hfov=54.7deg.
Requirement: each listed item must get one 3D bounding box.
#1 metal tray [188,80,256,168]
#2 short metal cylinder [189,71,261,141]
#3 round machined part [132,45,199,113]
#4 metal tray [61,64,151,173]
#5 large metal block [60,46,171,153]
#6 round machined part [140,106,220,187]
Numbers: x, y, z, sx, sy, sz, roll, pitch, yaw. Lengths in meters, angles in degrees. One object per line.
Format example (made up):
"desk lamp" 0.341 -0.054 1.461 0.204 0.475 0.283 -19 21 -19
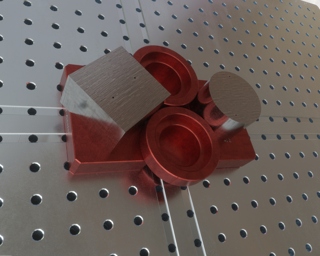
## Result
"metal tray" 0.076 -0.008 0.448 0.091 0.030 0.130 1 61 -28
"short metal cylinder" 0.087 -0.029 0.417 0.081 0.050 0.080 14 56 -21
"round machined part" 0.000 -0.061 0.423 0.099 0.042 0.098 14 56 -21
"metal tray" -0.067 -0.013 0.376 0.091 0.030 0.130 1 61 -29
"large metal block" -0.049 -0.033 0.347 0.080 0.050 0.080 45 51 3
"round machined part" 0.021 0.025 0.381 0.099 0.042 0.098 14 56 -21
